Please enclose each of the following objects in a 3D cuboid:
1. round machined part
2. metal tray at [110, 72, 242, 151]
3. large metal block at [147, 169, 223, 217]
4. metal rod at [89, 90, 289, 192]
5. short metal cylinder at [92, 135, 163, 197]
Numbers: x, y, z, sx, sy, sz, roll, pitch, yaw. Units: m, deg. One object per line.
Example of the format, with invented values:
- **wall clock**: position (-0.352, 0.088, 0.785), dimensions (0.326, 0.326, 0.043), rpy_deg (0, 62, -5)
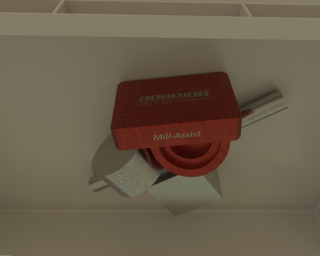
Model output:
- **round machined part**: position (0.038, 0.008, 0.385), dimensions (0.098, 0.042, 0.097), rpy_deg (4, 106, 14)
- **metal tray**: position (0.016, -0.021, 0.345), dimensions (0.131, 0.090, 0.030), rpy_deg (-5, 130, 3)
- **large metal block**: position (0.035, 0.077, 0.455), dimensions (0.080, 0.050, 0.080), rpy_deg (-26, 126, 20)
- **metal rod**: position (0.025, 0.026, 0.430), dimensions (0.300, 0.025, 0.025), rpy_deg (-26, 126, 20)
- **short metal cylinder**: position (-0.042, 0.043, 0.407), dimensions (0.080, 0.080, 0.050), rpy_deg (-27, 125, 20)
